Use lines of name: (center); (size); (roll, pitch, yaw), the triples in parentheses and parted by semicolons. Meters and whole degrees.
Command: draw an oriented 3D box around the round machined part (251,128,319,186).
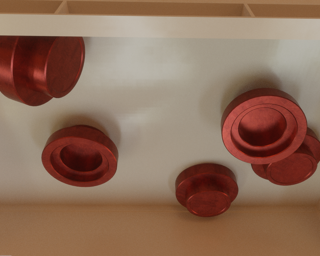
round machined part: (0.179, 0.044, 0.437); (0.099, 0.042, 0.097); (0, 130, 0)

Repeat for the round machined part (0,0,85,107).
round machined part: (-0.108, -0.067, 0.298); (0.042, 0.098, 0.097); (19, 130, 10)

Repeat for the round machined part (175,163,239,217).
round machined part: (0.074, 0.103, 0.487); (0.099, 0.042, 0.097); (0, 130, 0)

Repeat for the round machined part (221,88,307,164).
round machined part: (0.126, -0.006, 0.386); (0.099, 0.042, 0.097); (3, 121, 5)

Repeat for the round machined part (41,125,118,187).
round machined part: (-0.106, 0.034, 0.426); (0.099, 0.042, 0.097); (0, 130, 0)
